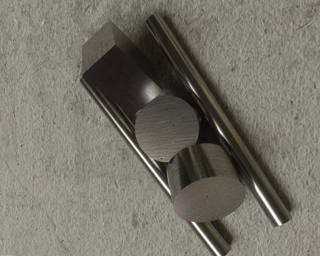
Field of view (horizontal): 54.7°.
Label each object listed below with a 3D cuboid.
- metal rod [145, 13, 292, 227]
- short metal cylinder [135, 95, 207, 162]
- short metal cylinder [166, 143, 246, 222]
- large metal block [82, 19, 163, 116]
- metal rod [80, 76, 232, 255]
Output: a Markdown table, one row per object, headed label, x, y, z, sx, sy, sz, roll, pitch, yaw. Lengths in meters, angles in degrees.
| label | x | y | z | sx | sy | sz | roll | pitch | yaw |
| --- | --- | --- | --- | --- | --- | --- | --- | --- | --- |
| metal rod | 0.066 | -0.018 | 0.386 | 0.025 | 0.025 | 0.299 | -34 | 79 | 17 |
| short metal cylinder | 0.016 | 0.001 | 0.391 | 0.080 | 0.050 | 0.080 | 0 | 90 | 20 |
| short metal cylinder | 0.051 | 0.064 | 0.356 | 0.080 | 0.080 | 0.050 | -33 | 37 | 17 |
| large metal block | -0.048 | -0.075 | 0.381 | 0.050 | 0.080 | 0.080 | -38 | 36 | 16 |
| metal rod | -0.013 | 0.041 | 0.414 | 0.025 | 0.025 | 0.300 | -42 | 77 | 15 |
